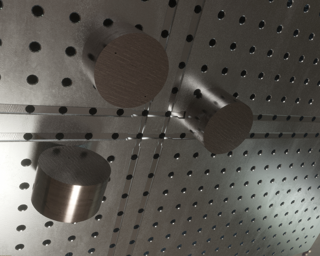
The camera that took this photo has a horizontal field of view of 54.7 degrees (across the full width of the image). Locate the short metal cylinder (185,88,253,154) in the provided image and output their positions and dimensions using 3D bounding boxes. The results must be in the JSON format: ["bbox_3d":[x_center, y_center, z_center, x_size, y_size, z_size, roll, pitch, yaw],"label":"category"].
[{"bbox_3d":[0.082,-0.010,0.436,0.081,0.050,0.079,-14,124,-21],"label":"short metal cylinder"}]

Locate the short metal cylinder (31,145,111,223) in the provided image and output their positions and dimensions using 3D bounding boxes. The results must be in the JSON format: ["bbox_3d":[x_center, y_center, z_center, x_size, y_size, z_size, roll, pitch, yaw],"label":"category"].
[{"bbox_3d":[-0.103,0.062,0.359,0.081,0.080,0.050,6,116,-32],"label":"short metal cylinder"}]

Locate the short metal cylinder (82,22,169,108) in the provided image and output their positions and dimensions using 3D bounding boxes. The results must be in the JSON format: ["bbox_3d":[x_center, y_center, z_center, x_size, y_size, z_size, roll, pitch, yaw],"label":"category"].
[{"bbox_3d":[-0.038,-0.068,0.334,0.081,0.050,0.079,-14,125,-21],"label":"short metal cylinder"}]
